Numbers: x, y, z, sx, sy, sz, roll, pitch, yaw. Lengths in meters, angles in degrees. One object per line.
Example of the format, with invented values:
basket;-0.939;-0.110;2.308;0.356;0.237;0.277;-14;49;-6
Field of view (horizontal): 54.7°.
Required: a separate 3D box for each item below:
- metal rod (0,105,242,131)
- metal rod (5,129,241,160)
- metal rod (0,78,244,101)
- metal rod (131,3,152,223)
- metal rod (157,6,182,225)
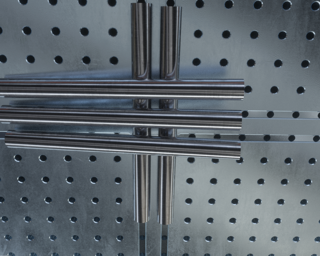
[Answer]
metal rod;-0.054;-0.013;0.386;0.302;0.025;0.025;2;110;7
metal rod;-0.052;0.020;0.398;0.302;0.025;0.025;2;110;7
metal rod;-0.055;-0.047;0.373;0.302;0.025;0.025;1;110;7
metal rod;-0.024;-0.005;0.411;0.025;0.025;0.298;1;110;-1
metal rod;0.011;-0.002;0.413;0.025;0.025;0.298;1;110;-1
